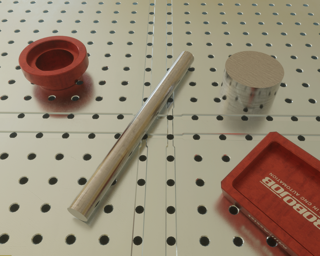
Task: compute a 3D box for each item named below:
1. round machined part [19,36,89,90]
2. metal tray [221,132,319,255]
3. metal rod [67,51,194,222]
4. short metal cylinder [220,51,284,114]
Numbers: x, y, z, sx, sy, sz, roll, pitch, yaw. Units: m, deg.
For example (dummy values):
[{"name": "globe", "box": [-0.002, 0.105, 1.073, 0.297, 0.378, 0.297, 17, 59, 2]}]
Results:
[{"name": "round machined part", "box": [-0.159, -0.096, 0.476, 0.099, 0.042, 0.098, 0, 50, 0]}, {"name": "metal tray", "box": [0.141, 0.074, 0.321, 0.090, 0.030, 0.130, -43, 58, -10]}, {"name": "metal rod", "box": [-0.022, -0.011, 0.416, 0.025, 0.025, 0.301, 21, 53, 16]}, {"name": "short metal cylinder", "box": [0.131, -0.067, 0.448, 0.081, 0.050, 0.080, 0, 50, 0]}]
